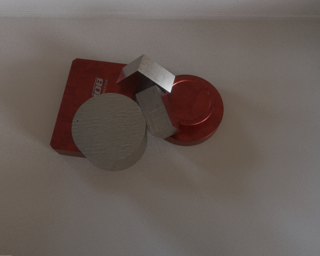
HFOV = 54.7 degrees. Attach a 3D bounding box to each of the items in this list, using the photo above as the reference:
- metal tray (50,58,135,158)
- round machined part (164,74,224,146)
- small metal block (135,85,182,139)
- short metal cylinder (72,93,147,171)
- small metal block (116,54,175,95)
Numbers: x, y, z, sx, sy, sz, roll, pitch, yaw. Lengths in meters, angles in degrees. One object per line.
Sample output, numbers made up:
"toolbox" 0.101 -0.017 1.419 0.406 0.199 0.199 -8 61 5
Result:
"metal tray" -0.082 -0.025 0.411 0.091 0.030 0.130 7 70 2
"round machined part" 0.035 -0.029 0.409 0.099 0.042 0.098 0 70 -1
"small metal block" 0.000 -0.017 0.359 0.025 0.050 0.050 -24 78 11
"short metal cylinder" -0.056 0.006 0.360 0.081 0.050 0.080 0 70 0
"small metal block" -0.018 -0.060 0.389 0.050 0.050 0.025 31 62 -28
